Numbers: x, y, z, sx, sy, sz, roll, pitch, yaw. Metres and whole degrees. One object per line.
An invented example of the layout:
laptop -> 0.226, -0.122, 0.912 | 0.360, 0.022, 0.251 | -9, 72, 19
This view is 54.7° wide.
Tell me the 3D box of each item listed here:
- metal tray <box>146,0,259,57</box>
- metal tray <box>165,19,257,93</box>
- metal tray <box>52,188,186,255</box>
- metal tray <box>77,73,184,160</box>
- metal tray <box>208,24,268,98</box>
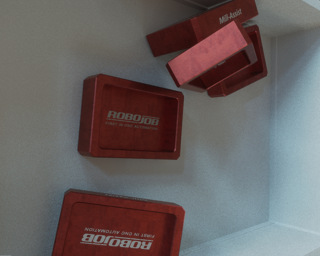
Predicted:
metal tray -> 0.057, -0.137, 0.411 | 0.131, 0.090, 0.030 | -35, 112, -35
metal tray -> 0.070, -0.082, 0.385 | 0.030, 0.090, 0.130 | 63, 19, 6
metal tray -> -0.044, 0.120, 0.333 | 0.131, 0.030, 0.090 | 12, 82, -16
metal tray -> -0.030, -0.008, 0.377 | 0.131, 0.030, 0.089 | 7, 86, -40
metal tray -> 0.121, -0.111, 0.504 | 0.131, 0.030, 0.089 | -26, 107, -37
